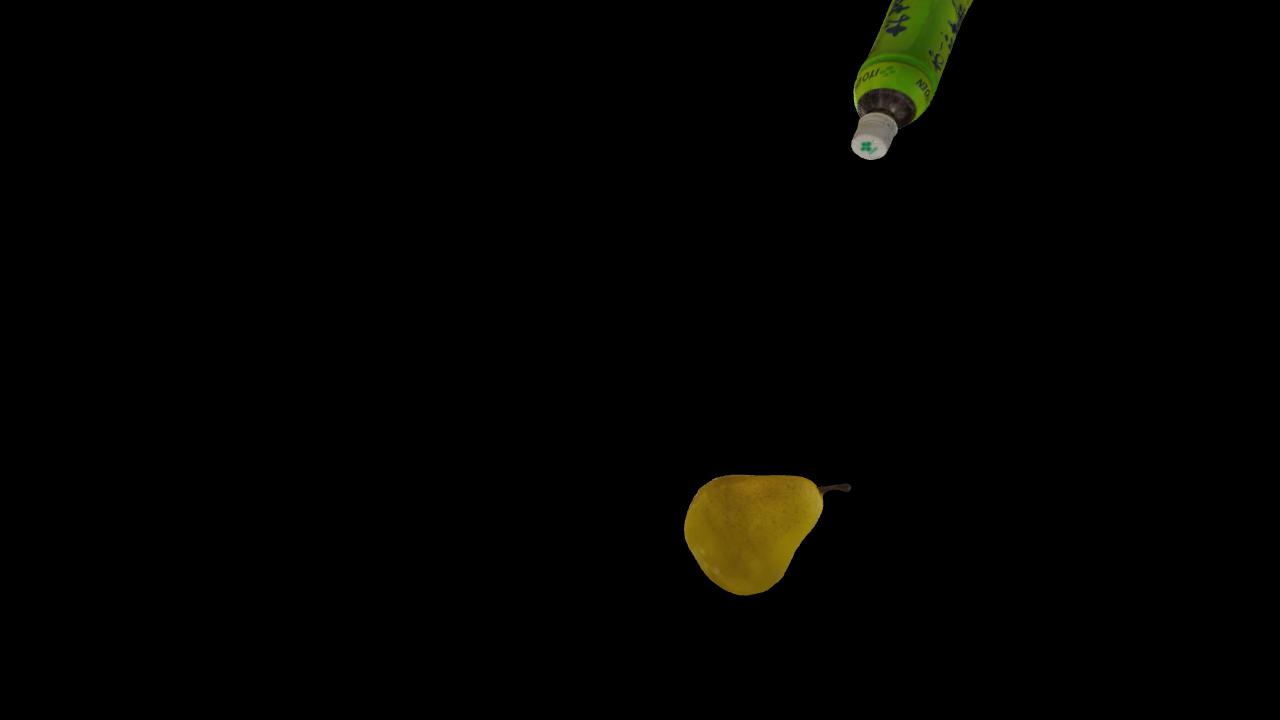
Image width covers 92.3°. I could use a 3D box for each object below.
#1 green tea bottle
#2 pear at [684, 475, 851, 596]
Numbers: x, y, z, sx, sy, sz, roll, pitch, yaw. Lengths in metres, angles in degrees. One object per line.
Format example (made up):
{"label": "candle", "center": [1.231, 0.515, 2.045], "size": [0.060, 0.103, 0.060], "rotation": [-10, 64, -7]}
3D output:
{"label": "green tea bottle", "center": [0.239, -0.271, 0.546], "size": [0.073, 0.212, 0.073], "rotation": [23, -12, 5]}
{"label": "pear", "center": [0.085, 0.104, 0.417], "size": [0.111, 0.080, 0.080], "rotation": [-42, -8, 9]}
